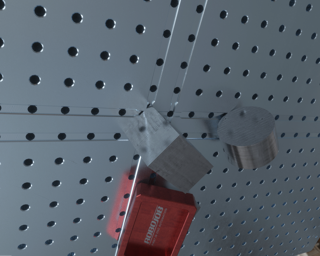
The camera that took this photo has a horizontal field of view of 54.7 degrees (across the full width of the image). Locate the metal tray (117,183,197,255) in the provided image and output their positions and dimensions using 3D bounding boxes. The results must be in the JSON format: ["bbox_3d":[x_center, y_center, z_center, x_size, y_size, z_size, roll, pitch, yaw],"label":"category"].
[{"bbox_3d":[-0.007,0.153,0.476,0.091,0.030,0.129,14,113,-9],"label":"metal tray"}]

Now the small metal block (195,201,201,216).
[{"bbox_3d":[0.031,0.140,0.515,0.050,0.025,0.050,19,108,-36],"label":"small metal block"}]

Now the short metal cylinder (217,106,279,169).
[{"bbox_3d":[0.129,0.013,0.454,0.080,0.080,0.050,-32,129,-8],"label":"short metal cylinder"}]

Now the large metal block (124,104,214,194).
[{"bbox_3d":[0.010,0.027,0.398,0.050,0.080,0.080,-45,129,3],"label":"large metal block"}]
